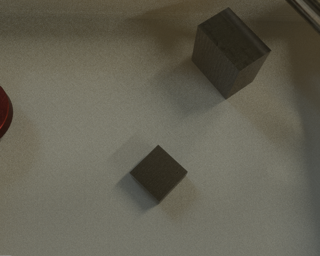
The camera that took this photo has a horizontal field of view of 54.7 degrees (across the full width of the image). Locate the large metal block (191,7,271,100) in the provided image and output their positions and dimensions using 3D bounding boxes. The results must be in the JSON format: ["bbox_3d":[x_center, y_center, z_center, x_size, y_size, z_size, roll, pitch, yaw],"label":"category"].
[{"bbox_3d":[0.091,-0.097,0.417,0.050,0.080,0.080,-34,74,-12],"label":"large metal block"}]

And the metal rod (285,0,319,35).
[{"bbox_3d":[0.100,-0.221,0.366,0.025,0.025,0.299,-31,73,-11],"label":"metal rod"}]

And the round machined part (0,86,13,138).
[{"bbox_3d":[-0.242,-0.016,0.399,0.099,0.042,0.098,3,70,-9],"label":"round machined part"}]

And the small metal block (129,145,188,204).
[{"bbox_3d":[-0.002,0.058,0.388,0.050,0.025,0.050,42,75,13],"label":"small metal block"}]
